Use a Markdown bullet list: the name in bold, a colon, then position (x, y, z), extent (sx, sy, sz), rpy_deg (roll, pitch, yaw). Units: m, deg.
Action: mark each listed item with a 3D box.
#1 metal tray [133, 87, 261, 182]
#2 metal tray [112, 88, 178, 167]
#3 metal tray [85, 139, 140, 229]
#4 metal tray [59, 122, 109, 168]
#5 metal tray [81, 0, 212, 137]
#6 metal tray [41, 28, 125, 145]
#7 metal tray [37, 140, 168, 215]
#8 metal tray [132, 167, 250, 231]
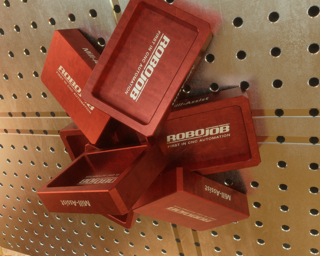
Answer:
- **metal tray**: position (0.045, 0.011, 0.368), extent (0.130, 0.030, 0.090), rpy_deg (-12, 113, 14)
- **metal tray**: position (-0.022, 0.006, 0.423), extent (0.090, 0.030, 0.129), rpy_deg (-6, 114, 28)
- **metal tray**: position (-0.066, 0.081, 0.454), extent (0.090, 0.030, 0.129), rpy_deg (24, 127, 13)
- **metal tray**: position (-0.094, 0.052, 0.491), extent (0.090, 0.030, 0.129), rpy_deg (-5, 116, 29)
- **metal tray**: position (-0.014, -0.066, 0.331), extent (0.090, 0.030, 0.130), rpy_deg (30, 95, 9)
- **metal tray**: position (-0.099, -0.054, 0.406), extent (0.130, 0.030, 0.090), rpy_deg (48, 131, 14)
- **metal tray**: position (-0.067, 0.057, 0.356), extent (0.130, 0.090, 0.030), rpy_deg (-10, 113, 37)
- **metal tray**: position (0.041, 0.098, 0.404), extent (0.131, 0.030, 0.090), rpy_deg (27, 138, -33)
